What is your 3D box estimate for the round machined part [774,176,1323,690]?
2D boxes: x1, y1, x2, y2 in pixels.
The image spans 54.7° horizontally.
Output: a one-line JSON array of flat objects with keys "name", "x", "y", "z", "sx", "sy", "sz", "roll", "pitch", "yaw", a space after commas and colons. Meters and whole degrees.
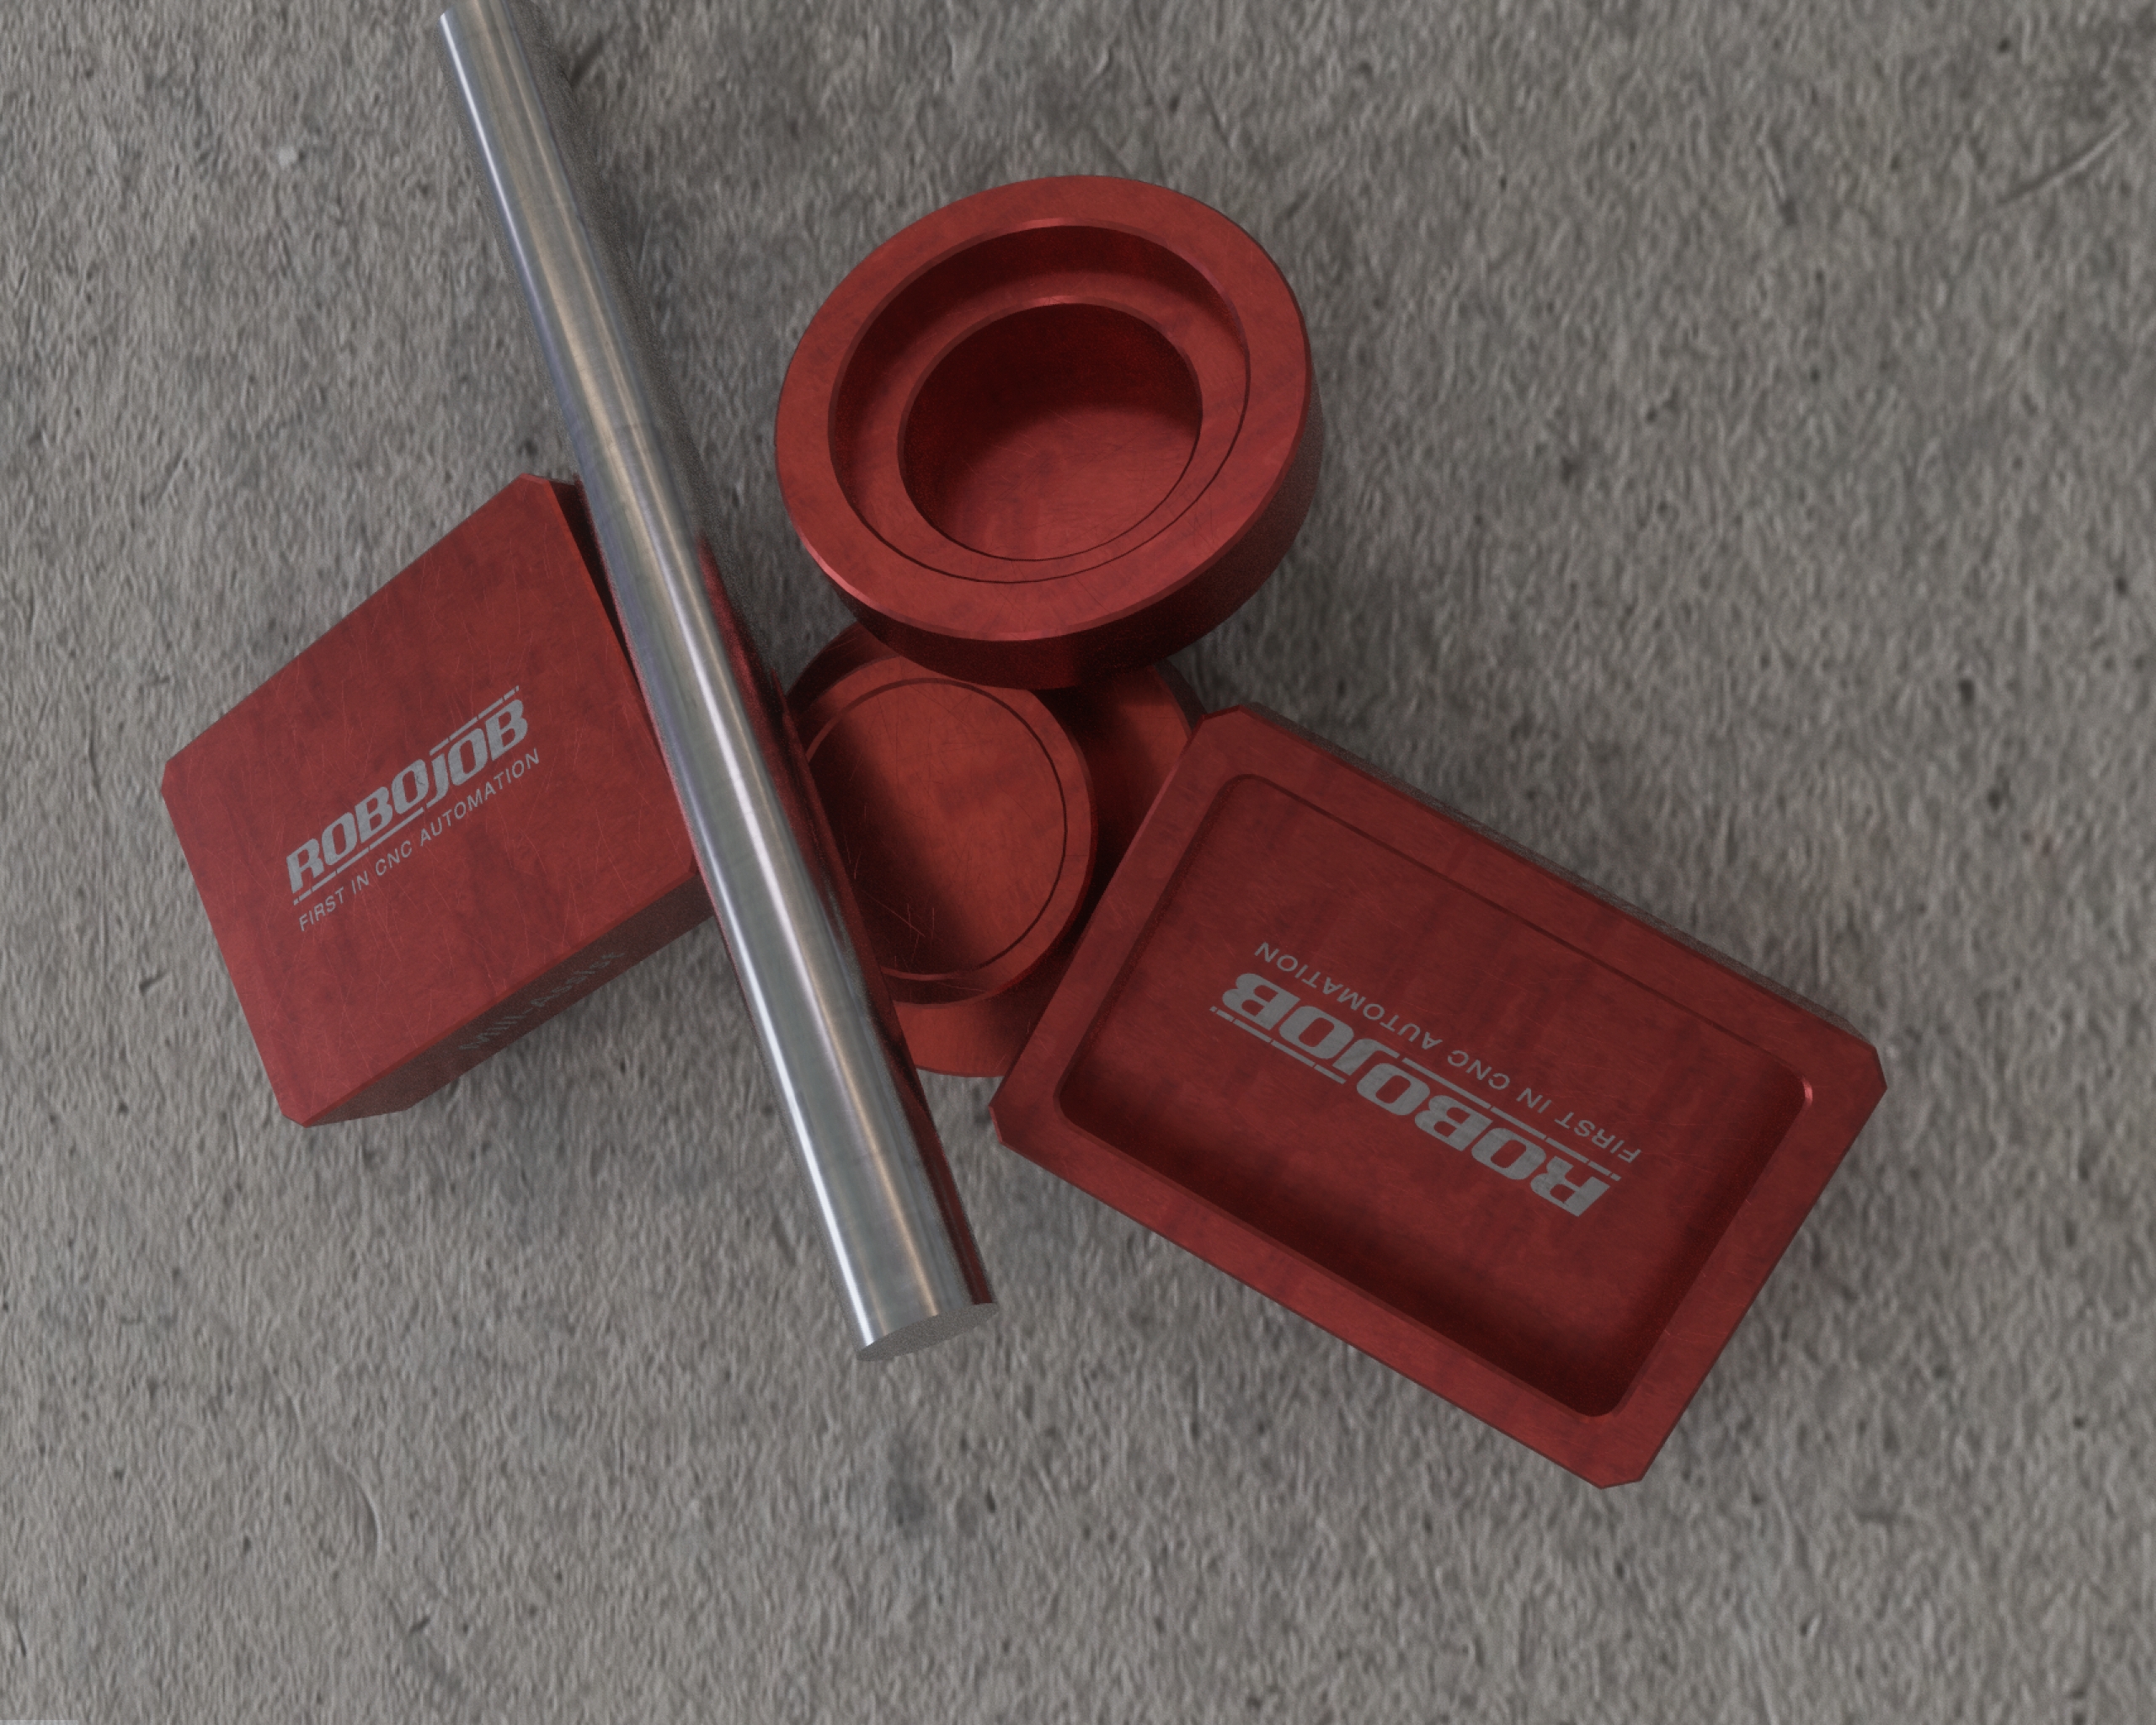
[{"name": "round machined part", "x": -0.003, "y": -0.076, "z": 0.391, "sx": 0.098, "sy": 0.042, "sz": 0.098, "roll": -4, "pitch": 67, "yaw": 11}]

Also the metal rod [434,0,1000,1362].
[{"name": "metal rod", "x": -0.076, "y": -0.051, "z": 0.402, "sx": 0.025, "sy": 0.025, "sz": 0.299, "roll": -29, "pitch": 68, "yaw": 17}]

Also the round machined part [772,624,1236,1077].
[{"name": "round machined part", "x": -0.022, "y": -0.007, "z": 0.409, "sx": 0.098, "sy": 0.042, "sz": 0.097, "roll": 0, "pitch": 90, "yaw": 20}]

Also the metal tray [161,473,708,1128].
[{"name": "metal tray", "x": -0.131, "y": -0.011, "z": 0.442, "sx": 0.130, "sy": 0.030, "sz": 0.090, "roll": -31, "pitch": 77, "yaw": 26}]

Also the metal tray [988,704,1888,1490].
[{"name": "metal tray", "x": 0.062, "y": 0.039, "z": 0.374, "sx": 0.130, "sy": 0.030, "sz": 0.090, "roll": 29, "pitch": 99, "yaw": 7}]
